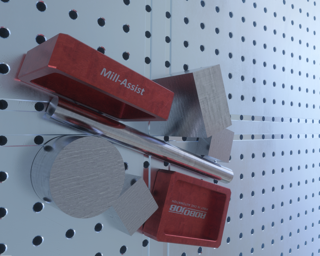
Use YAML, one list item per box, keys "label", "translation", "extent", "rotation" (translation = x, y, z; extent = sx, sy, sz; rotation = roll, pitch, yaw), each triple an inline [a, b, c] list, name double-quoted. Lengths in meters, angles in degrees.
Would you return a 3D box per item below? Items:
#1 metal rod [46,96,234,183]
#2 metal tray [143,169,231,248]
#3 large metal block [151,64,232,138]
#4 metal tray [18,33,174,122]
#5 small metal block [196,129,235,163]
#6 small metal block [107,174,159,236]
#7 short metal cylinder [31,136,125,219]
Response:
- label: "metal rod"
  translation: [-0.001, 0.028, 0.408]
  extent: [0.302, 0.025, 0.025]
  rotation: [24, 75, -37]
- label: "metal tray"
  translation: [0.044, 0.117, 0.442]
  extent: [0.131, 0.030, 0.090]
  rotation: [23, 76, -38]
- label: "large metal block"
  translation: [0.040, -0.034, 0.408]
  extent: [0.050, 0.080, 0.080]
  rotation: [-24, 105, -38]
- label: "metal tray"
  translation: [-0.062, -0.042, 0.313]
  extent: [0.131, 0.090, 0.030]
  rotation: [23, 76, -38]
- label: "small metal block"
  translation: [0.086, 0.024, 0.481]
  extent: [0.050, 0.025, 0.050]
  rotation: [22, 76, -38]
- label: "small metal block"
  translation: [-0.036, 0.093, 0.380]
  extent: [0.050, 0.025, 0.050]
  rotation: [-40, 114, -33]
- label: "short metal cylinder"
  translation: [-0.084, 0.048, 0.321]
  extent: [0.081, 0.050, 0.080]
  rotation: [0, 90, -40]
